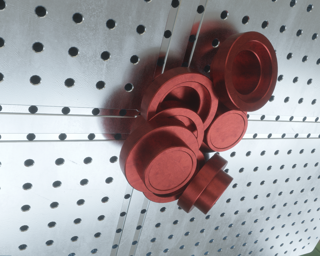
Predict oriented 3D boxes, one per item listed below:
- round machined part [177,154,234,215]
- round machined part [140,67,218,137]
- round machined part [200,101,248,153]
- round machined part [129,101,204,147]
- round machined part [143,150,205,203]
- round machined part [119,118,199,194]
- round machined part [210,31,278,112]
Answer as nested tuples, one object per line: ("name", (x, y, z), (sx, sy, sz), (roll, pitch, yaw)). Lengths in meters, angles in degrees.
("round machined part", (0.072, 0.089, 0.462), (0.098, 0.042, 0.098), (-46, 162, -19))
("round machined part", (0.021, -0.031, 0.392), (0.099, 0.042, 0.097), (-14, 124, -21))
("round machined part", (0.085, -0.005, 0.442), (0.099, 0.042, 0.097), (-14, 124, -21))
("round machined part", (0.005, 0.008, 0.407), (0.099, 0.042, 0.097), (-14, 124, -21))
("round machined part", (0.011, 0.055, 0.439), (0.099, 0.042, 0.097), (-14, 124, -21))
("round machined part", (0.005, 0.040, 0.372), (0.099, 0.042, 0.097), (-14, 124, -21))
("round machined part", (0.103, -0.071, 0.397), (0.099, 0.042, 0.097), (-6, 101, -34))
